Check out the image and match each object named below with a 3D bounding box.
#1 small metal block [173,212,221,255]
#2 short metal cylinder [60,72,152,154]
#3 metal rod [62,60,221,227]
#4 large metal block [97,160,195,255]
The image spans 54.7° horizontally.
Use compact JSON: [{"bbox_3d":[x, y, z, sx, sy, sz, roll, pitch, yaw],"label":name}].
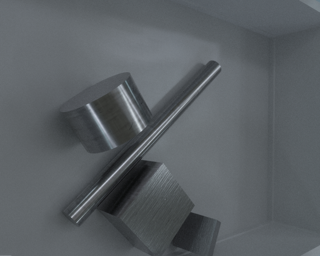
[{"bbox_3d":[0.052,0.148,0.432,0.025,0.050,0.050,47,57,-57],"label":"small metal block"},{"bbox_3d":[-0.055,-0.017,0.326,0.080,0.080,0.050,-42,116,-32],"label":"short metal cylinder"},{"bbox_3d":[-0.006,0.002,0.403,0.301,0.025,0.025,-47,118,-30],"label":"metal rod"},{"bbox_3d":[-0.015,0.097,0.380,0.080,0.050,0.080,-50,120,-28],"label":"large metal block"}]
